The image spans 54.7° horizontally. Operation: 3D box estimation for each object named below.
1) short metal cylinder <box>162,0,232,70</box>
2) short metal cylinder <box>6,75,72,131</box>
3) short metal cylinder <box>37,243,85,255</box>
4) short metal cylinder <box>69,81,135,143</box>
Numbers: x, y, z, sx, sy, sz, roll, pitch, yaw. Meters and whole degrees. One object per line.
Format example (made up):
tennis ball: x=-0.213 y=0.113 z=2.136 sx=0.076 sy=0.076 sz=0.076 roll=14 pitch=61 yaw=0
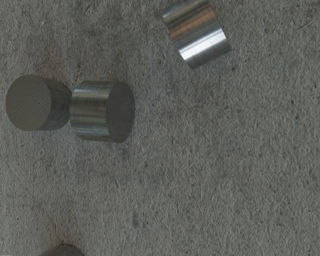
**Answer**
short metal cylinder: x=0.045 y=-0.116 z=0.364 sx=0.050 sy=0.080 sz=0.080 roll=-25 pitch=82 yaw=18
short metal cylinder: x=-0.177 y=-0.035 z=0.458 sx=0.080 sy=0.050 sz=0.080 roll=0 pitch=90 yaw=20
short metal cylinder: x=-0.150 y=0.216 z=0.449 sx=0.080 sy=0.050 sz=0.080 roll=0 pitch=90 yaw=20
short metal cylinder: x=-0.073 y=-0.022 z=0.405 sx=0.050 sy=0.080 sz=0.079 roll=4 pitch=92 yaw=20
